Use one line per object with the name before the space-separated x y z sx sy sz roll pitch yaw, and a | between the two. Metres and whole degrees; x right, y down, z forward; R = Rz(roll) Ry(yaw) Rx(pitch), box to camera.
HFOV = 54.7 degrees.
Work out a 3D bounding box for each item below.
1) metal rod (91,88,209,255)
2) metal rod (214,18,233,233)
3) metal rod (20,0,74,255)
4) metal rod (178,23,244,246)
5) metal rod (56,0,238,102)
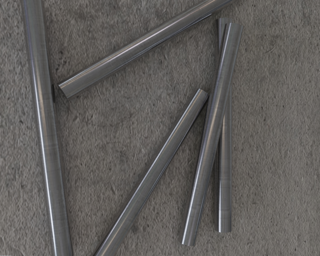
metal rod | -0.020 0.077 0.401 0.025 0.025 0.300 36 79 -17
metal rod | 0.090 -0.004 0.442 0.025 0.025 0.298 0 90 -20
metal rod | -0.130 0.004 0.360 0.025 0.025 0.298 -7 92 -20
metal rod | 0.068 0.010 0.418 0.025 0.025 0.298 12 92 -20
metal rod | 0.003 -0.124 0.409 0.301 0.025 0.025 -35 102 -17
